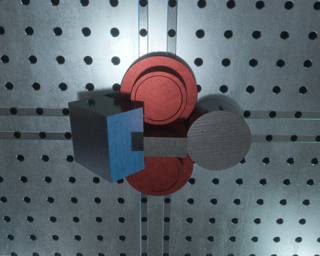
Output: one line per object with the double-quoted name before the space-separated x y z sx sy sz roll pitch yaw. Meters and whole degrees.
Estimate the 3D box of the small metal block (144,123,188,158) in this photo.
"small metal block" 0.006 0.014 0.381 0.050 0.050 0.025 1 110 -1

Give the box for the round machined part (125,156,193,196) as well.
"round machined part" -0.003 0.052 0.423 0.099 0.042 0.097 0 110 0

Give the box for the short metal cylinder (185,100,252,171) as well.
"short metal cylinder" 0.072 0.008 0.402 0.081 0.050 0.079 0 110 0

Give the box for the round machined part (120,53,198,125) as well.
"round machined part" -0.002 -0.042 0.389 0.099 0.042 0.097 0 110 0

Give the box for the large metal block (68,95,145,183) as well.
"large metal block" -0.066 0.010 0.381 0.050 0.080 0.079 -19 118 -41
